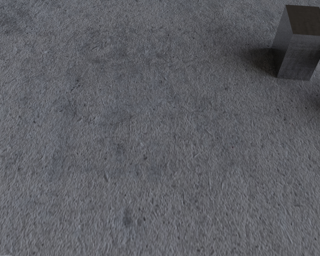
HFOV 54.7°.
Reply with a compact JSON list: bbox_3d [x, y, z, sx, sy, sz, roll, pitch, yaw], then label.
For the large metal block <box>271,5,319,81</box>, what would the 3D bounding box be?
[{"bbox_3d":[0.213,-0.132,0.479,0.050,0.080,0.080,6,50,5],"label":"large metal block"}]
